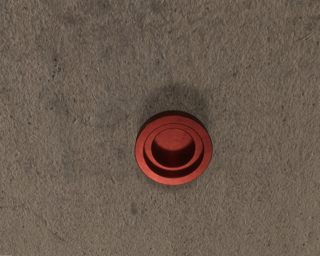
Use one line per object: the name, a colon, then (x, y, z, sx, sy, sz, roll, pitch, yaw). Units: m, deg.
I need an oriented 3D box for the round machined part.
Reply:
round machined part: (0.017, 0.023, 0.409, 0.099, 0.042, 0.097, 0, 110, -1)
